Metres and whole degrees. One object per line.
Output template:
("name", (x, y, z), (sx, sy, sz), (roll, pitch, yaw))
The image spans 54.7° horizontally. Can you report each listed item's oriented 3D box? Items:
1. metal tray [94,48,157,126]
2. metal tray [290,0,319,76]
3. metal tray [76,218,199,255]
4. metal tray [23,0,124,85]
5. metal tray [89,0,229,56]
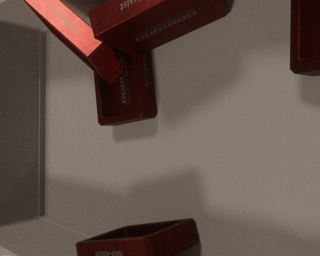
("metal tray", (-0.054, -0.073, 0.445), (0.090, 0.030, 0.129), (-10, 84, 39))
("metal tray", (0.155, -0.113, 0.254), (0.090, 0.030, 0.129), (2, 91, 61))
("metal tray", (-0.030, 0.143, 0.386), (0.130, 0.091, 0.030), (-20, 77, 38))
("metal tray", (-0.112, -0.122, 0.414), (0.130, 0.090, 0.030), (42, 85, 14))
("metal tray", (0.001, -0.127, 0.342), (0.130, 0.090, 0.030), (-19, 81, 24))
